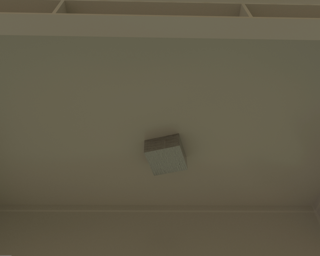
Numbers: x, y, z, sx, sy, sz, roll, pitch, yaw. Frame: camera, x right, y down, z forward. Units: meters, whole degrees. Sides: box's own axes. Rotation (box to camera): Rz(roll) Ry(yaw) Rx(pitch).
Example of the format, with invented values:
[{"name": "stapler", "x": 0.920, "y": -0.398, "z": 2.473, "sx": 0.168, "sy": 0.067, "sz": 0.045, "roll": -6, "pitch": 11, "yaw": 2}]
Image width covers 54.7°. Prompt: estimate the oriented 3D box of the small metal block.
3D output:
[{"name": "small metal block", "x": 0.009, "y": 0.039, "z": 0.442, "sx": 0.050, "sy": 0.025, "sz": 0.050, "roll": -12, "pitch": 129, "yaw": 9}]
